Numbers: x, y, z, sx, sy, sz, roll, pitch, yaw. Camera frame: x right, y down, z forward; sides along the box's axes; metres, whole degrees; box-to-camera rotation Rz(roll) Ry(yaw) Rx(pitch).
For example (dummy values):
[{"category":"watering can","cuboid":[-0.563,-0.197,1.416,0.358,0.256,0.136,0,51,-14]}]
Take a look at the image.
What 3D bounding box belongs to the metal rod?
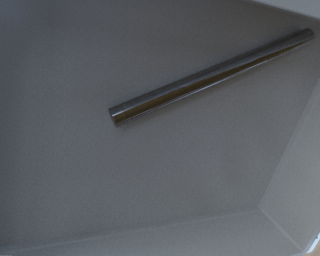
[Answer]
[{"category":"metal rod","cuboid":[0.077,-0.071,0.405,0.302,0.025,0.025,-24,127,-14]}]
